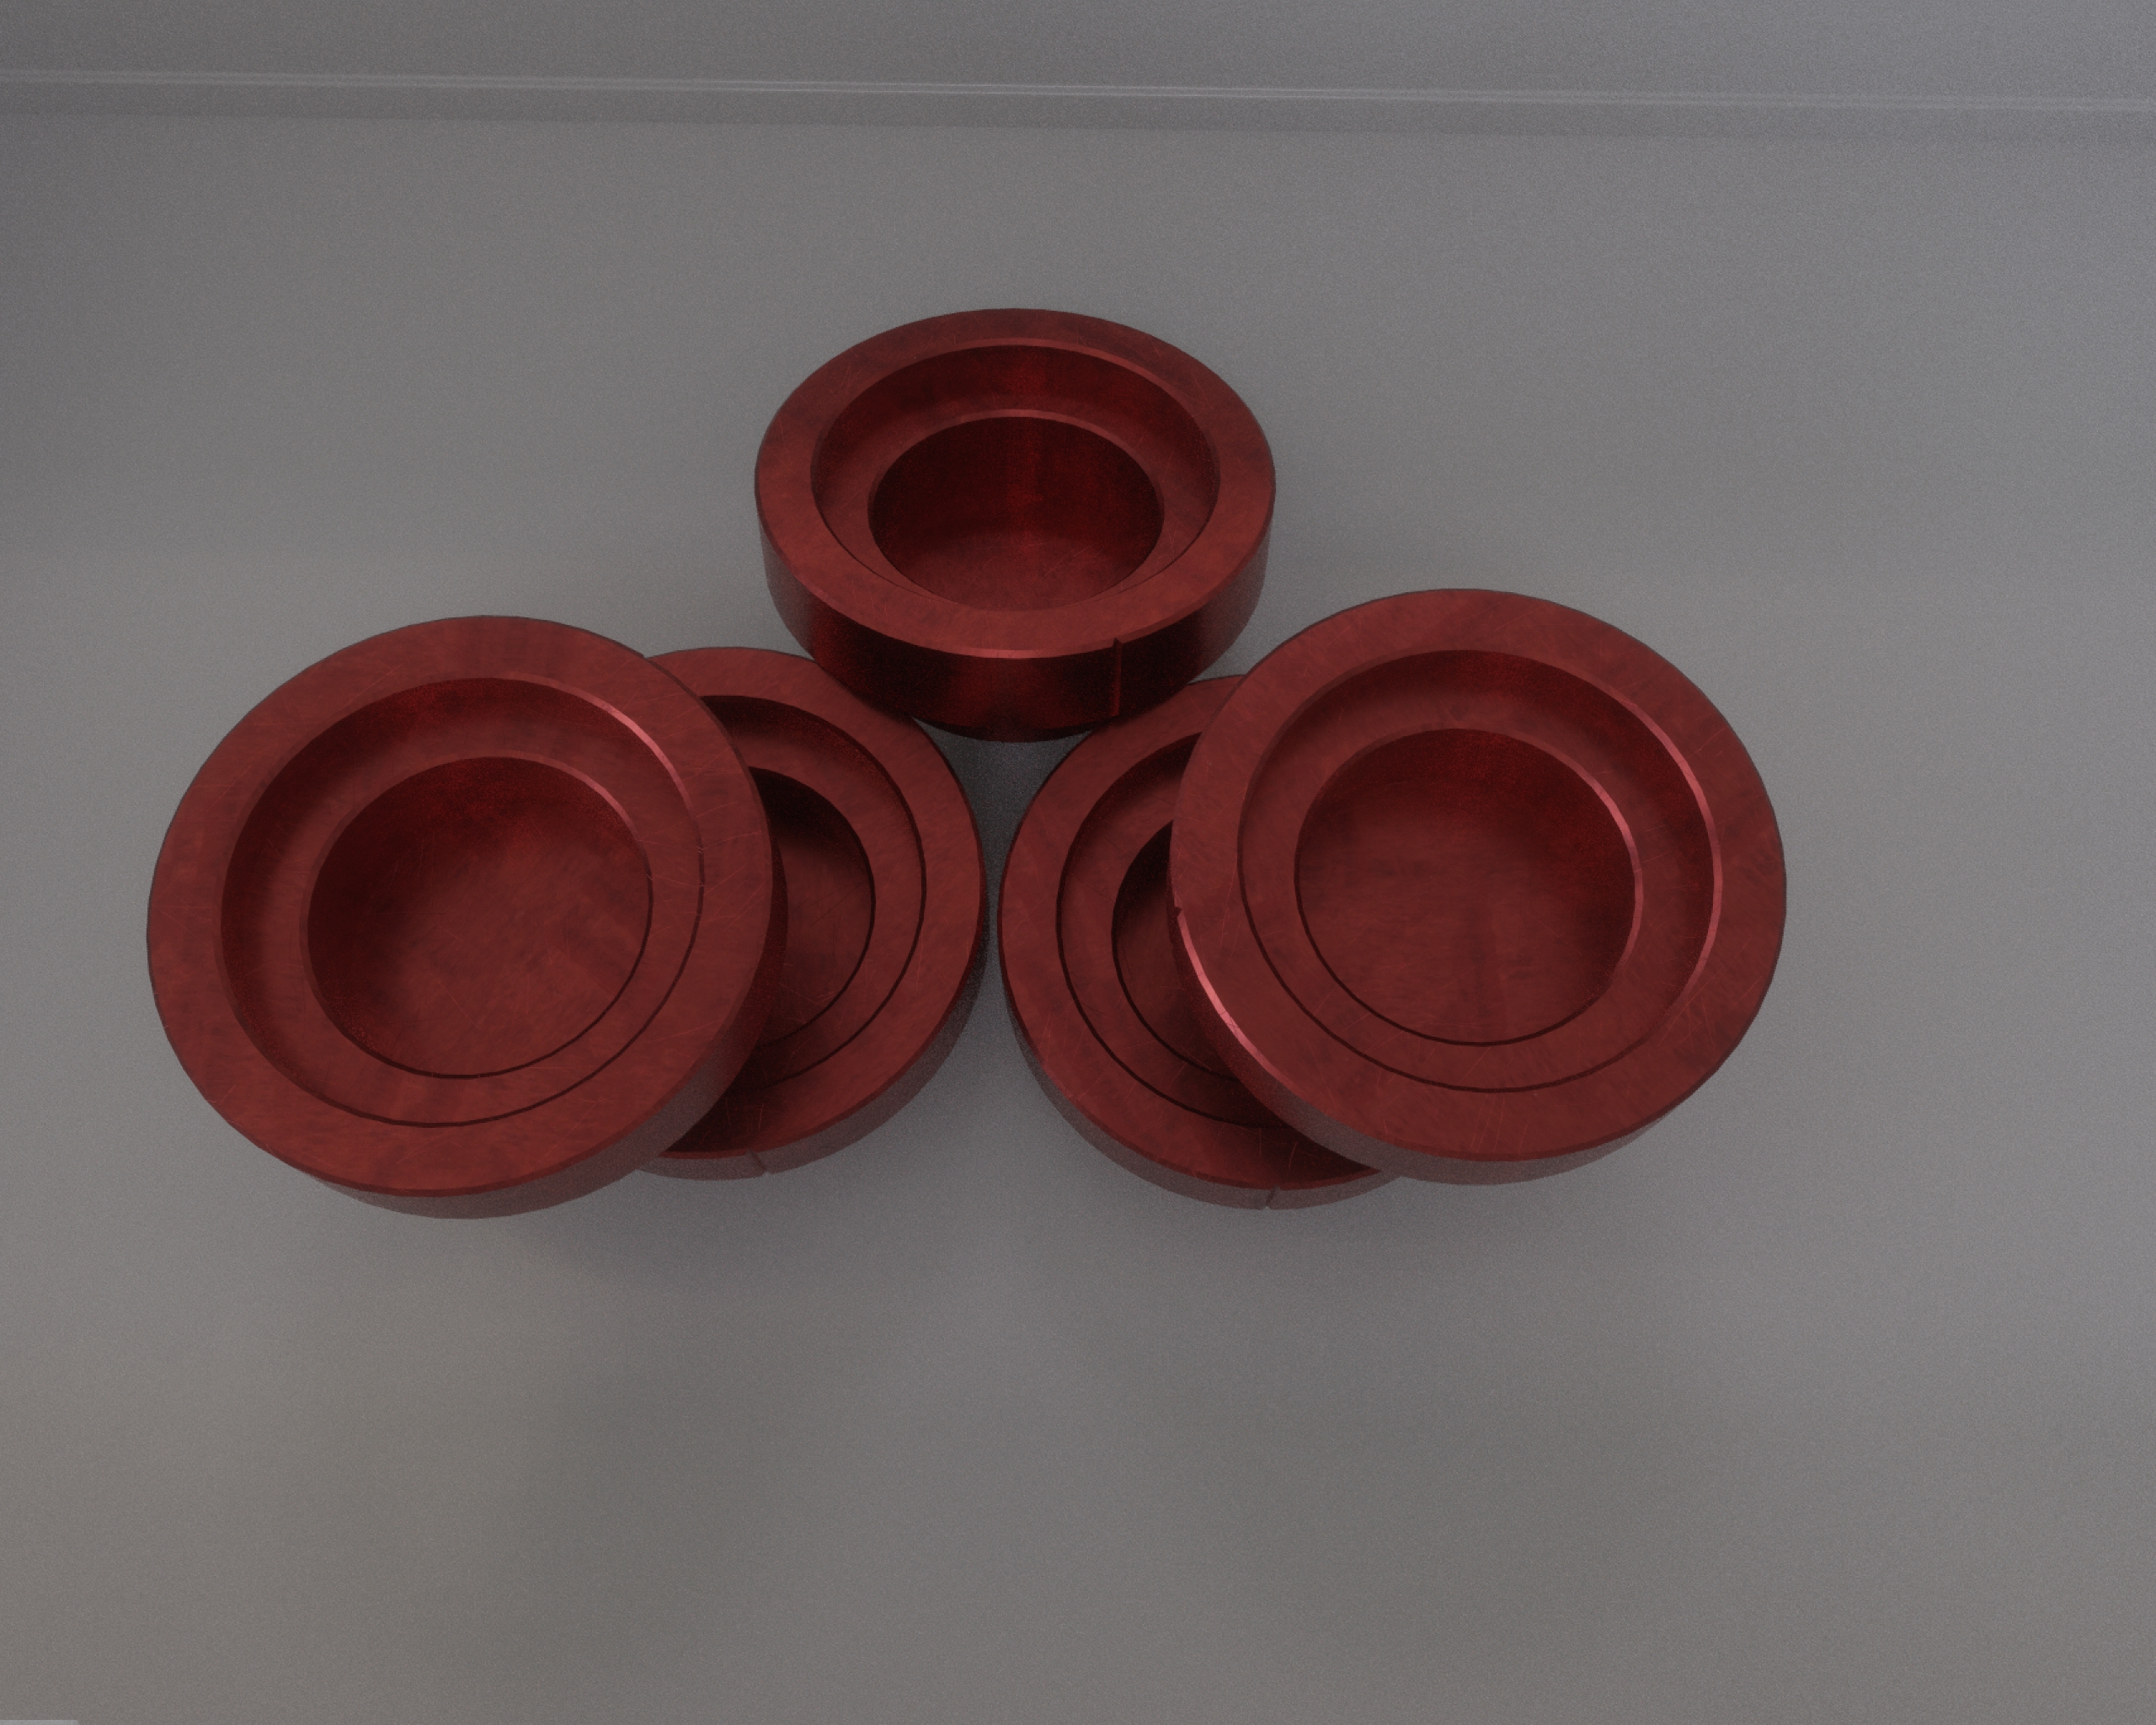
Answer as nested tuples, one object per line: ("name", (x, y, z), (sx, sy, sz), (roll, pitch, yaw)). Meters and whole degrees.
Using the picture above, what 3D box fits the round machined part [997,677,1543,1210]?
("round machined part", (0.035, 0.017, 0.393), (0.099, 0.042, 0.098), (0, 70, 0))

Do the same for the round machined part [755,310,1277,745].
("round machined part", (-0.012, -0.062, 0.411), (0.099, 0.042, 0.098), (1, 52, -1))

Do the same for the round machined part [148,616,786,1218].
("round machined part", (-0.098, 0.011, 0.350), (0.099, 0.042, 0.098), (0, 70, 0))

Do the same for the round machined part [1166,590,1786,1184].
("round machined part", (0.064, 0.007, 0.353), (0.099, 0.042, 0.098), (0, 70, 0))

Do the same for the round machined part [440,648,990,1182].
("round machined part", (-0.066, 0.012, 0.394), (0.099, 0.042, 0.098), (0, 70, 0))
